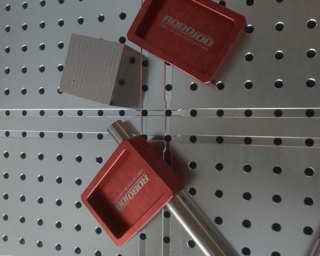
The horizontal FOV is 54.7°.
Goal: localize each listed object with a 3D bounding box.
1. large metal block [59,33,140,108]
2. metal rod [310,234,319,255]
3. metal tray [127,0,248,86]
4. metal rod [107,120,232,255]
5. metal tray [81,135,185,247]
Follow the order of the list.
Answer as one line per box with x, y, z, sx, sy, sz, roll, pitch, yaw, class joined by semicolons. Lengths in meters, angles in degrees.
-0.083;-0.078;0.427;0.080;0.050;0.079;16;95;19;large metal block
0.203;0.096;0.341;0.025;0.025;0.298;24;98;18;metal rod
0.033;-0.123;0.397;0.130;0.030;0.090;33;100;16;metal tray
0.030;0.109;0.401;0.025;0.025;0.300;-44;77;14;metal rod
-0.040;0.083;0.404;0.090;0.030;0.129;47;120;14;metal tray
